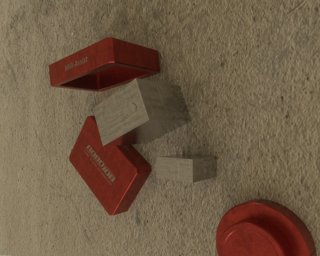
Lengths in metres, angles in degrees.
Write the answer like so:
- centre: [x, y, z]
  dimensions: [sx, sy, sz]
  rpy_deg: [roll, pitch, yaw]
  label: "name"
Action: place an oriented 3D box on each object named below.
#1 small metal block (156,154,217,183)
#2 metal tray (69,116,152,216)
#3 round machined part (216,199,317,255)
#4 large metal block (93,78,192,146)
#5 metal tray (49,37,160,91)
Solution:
- centre: [0.031, 0.045, 0.361]
  dimensions: [0.050, 0.050, 0.025]
  rpy_deg: [-1, 90, 39]
  label: "small metal block"
- centre: [-0.079, 0.053, 0.465]
  dimensions: [0.130, 0.030, 0.089]
  rpy_deg: [44, 116, 30]
  label: "metal tray"
- centre: [0.099, 0.125, 0.311]
  dimensions: [0.098, 0.042, 0.097]
  rpy_deg: [0, 90, 39]
  label: "round machined part"
- centre: [-0.022, -0.016, 0.385]
  dimensions: [0.080, 0.081, 0.050]
  rpy_deg: [-28, 73, 36]
  label: "large metal block"
- centre: [-0.077, -0.081, 0.423]
  dimensions: [0.130, 0.091, 0.030]
  rpy_deg: [-10, 84, 39]
  label: "metal tray"
